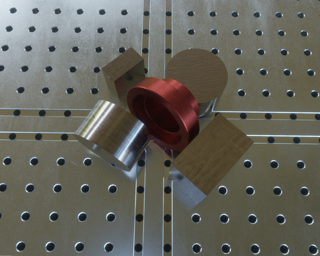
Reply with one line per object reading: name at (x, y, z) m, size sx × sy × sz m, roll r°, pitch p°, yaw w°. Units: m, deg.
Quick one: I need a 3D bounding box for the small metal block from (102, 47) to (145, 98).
small metal block at (-0.048, -0.075, 0.425) m, size 0.050 × 0.050 × 0.025 m, roll -40°, pitch 75°, yaw -13°

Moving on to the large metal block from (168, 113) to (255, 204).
large metal block at (0.057, 0.040, 0.369) m, size 0.050 × 0.080 × 0.080 m, roll 42°, pitch 75°, yaw 13°

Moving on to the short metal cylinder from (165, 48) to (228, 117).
short metal cylinder at (0.047, -0.060, 0.420) m, size 0.081 × 0.050 × 0.080 m, roll 0°, pitch 70°, yaw 0°

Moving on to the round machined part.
round machined part at (0.009, -0.022, 0.381) m, size 0.098 × 0.098 × 0.042 m, roll 39°, pitch 62°, yaw 12°

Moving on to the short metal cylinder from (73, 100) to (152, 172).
short metal cylinder at (-0.057, 0.010, 0.378) m, size 0.080 × 0.080 × 0.050 m, roll 29°, pitch 73°, yaw 10°
